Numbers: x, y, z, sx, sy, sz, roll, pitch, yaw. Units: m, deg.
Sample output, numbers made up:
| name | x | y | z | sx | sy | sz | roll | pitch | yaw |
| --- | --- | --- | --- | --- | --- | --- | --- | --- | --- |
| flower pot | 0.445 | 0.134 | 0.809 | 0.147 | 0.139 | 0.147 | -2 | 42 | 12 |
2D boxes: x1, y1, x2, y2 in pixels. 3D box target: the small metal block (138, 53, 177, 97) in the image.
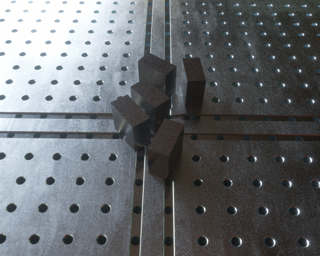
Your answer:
| name | x | y | z | sx | sy | sz | roll | pitch | yaw |
| --- | --- | --- | --- | --- | --- | --- | --- | --- | --- |
| small metal block | -0.004 | -0.075 | 0.454 | 0.050 | 0.050 | 0.025 | 31 | 57 | 23 |

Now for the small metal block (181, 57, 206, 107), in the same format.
| name | x | y | z | sx | sy | sz | roll | pitch | yaw |
| --- | --- | --- | --- | --- | --- | --- | --- | --- | --- |
| small metal block | 0.047 | -0.066 | 0.447 | 0.025 | 0.050 | 0.050 | -4 | 50 | -4 |

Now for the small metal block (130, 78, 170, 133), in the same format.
| name | x | y | z | sx | sy | sz | roll | pitch | yaw |
| --- | --- | --- | --- | --- | --- | --- | --- | --- | --- |
| small metal block | -0.013 | -0.030 | 0.416 | 0.025 | 0.050 | 0.050 | -33 | 58 | -25 |

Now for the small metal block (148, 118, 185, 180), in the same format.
| name | x | y | z | sx | sy | sz | roll | pitch | yaw |
| --- | --- | --- | --- | --- | --- | --- | --- | --- | --- |
| small metal block | 0.008 | 0.025 | 0.370 | 0.025 | 0.050 | 0.050 | 18 | 52 | 14 |

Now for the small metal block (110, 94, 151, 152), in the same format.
| name | x | y | z | sx | sy | sz | roll | pitch | yaw |
| --- | --- | --- | --- | --- | --- | --- | --- | --- | --- |
| small metal block | -0.037 | -0.006 | 0.396 | 0.025 | 0.050 | 0.050 | -30 | 56 | -23 |
